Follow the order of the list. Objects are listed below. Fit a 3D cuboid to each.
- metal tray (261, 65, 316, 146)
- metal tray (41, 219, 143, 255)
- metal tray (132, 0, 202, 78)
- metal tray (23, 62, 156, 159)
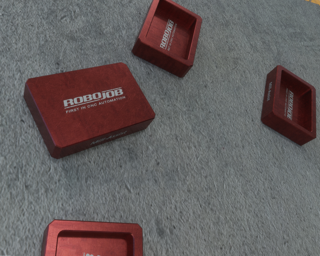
[{"bbox_3d":[0.231,-0.043,0.550,0.090,0.030,0.130,29,52,-10],"label":"metal tray"},{"bbox_3d":[-0.062,0.152,0.274,0.091,0.030,0.130,11,57,-23],"label":"metal tray"},{"bbox_3d":[0.015,-0.152,0.500,0.090,0.030,0.130,24,53,-14],"label":"metal tray"},{"bbox_3d":[-0.081,-0.026,0.373,0.131,0.030,0.090,-20,72,-35],"label":"metal tray"}]
